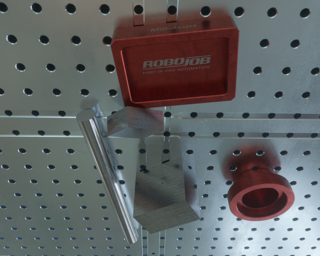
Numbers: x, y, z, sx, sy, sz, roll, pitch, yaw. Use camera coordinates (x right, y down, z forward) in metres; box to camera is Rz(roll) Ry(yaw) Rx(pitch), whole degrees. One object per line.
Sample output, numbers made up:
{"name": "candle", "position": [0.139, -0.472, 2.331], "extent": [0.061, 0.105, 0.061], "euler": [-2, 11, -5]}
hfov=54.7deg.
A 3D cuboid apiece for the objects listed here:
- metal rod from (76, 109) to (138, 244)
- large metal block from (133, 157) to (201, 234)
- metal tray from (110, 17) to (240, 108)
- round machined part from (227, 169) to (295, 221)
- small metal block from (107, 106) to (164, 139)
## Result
{"name": "metal rod", "position": [-0.074, 0.096, 0.492], "extent": [0.025, 0.025, 0.298], "euler": [-6, 130, 5]}
{"name": "large metal block", "position": [0.010, 0.100, 0.461], "extent": [0.080, 0.080, 0.050], "euler": [-22, 127, 17]}
{"name": "metal tray", "position": [0.019, -0.070, 0.349], "extent": [0.131, 0.030, 0.089], "euler": [-5, 130, 3]}
{"name": "round machined part", "position": [0.156, 0.102, 0.490], "extent": [0.099, 0.042, 0.097], "euler": [-1, 130, 0]}
{"name": "small metal block", "position": [-0.031, -0.005, 0.383], "extent": [0.050, 0.025, 0.050], "euler": [6, 163, -36]}
